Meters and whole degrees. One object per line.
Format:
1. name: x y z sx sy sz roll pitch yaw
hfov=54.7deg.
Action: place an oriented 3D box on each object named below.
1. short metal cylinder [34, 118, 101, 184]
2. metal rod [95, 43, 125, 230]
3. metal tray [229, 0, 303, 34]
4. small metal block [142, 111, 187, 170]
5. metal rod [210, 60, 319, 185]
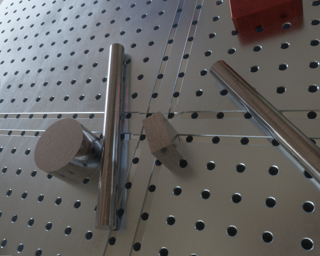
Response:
1. short metal cylinder: -0.127 0.033 0.436 0.080 0.050 0.080 -13 56 20
2. metal rod: -0.069 -0.008 0.447 0.025 0.025 0.299 -15 56 19
3. metal tray: 0.147 -0.206 0.454 0.090 0.030 0.130 -12 57 21
4. small metal block: 0.006 0.016 0.379 0.025 0.050 0.050 -27 53 11
5. metal rod: 0.143 0.017 0.322 0.025 0.025 0.300 -37 51 3
